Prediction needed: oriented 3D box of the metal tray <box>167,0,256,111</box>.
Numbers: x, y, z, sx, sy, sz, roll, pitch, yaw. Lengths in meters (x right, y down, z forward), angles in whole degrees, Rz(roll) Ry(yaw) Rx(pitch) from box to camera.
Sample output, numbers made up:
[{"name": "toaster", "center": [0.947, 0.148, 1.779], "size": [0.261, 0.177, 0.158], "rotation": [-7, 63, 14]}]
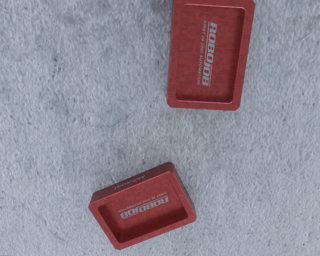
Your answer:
[{"name": "metal tray", "center": [0.057, -0.088, 0.375], "size": [0.091, 0.030, 0.129], "rotation": [3, 110, -2]}]

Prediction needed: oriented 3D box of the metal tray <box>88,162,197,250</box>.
[{"name": "metal tray", "center": [-0.024, 0.114, 0.448], "size": [0.130, 0.030, 0.090], "rotation": [-24, 109, 8]}]
